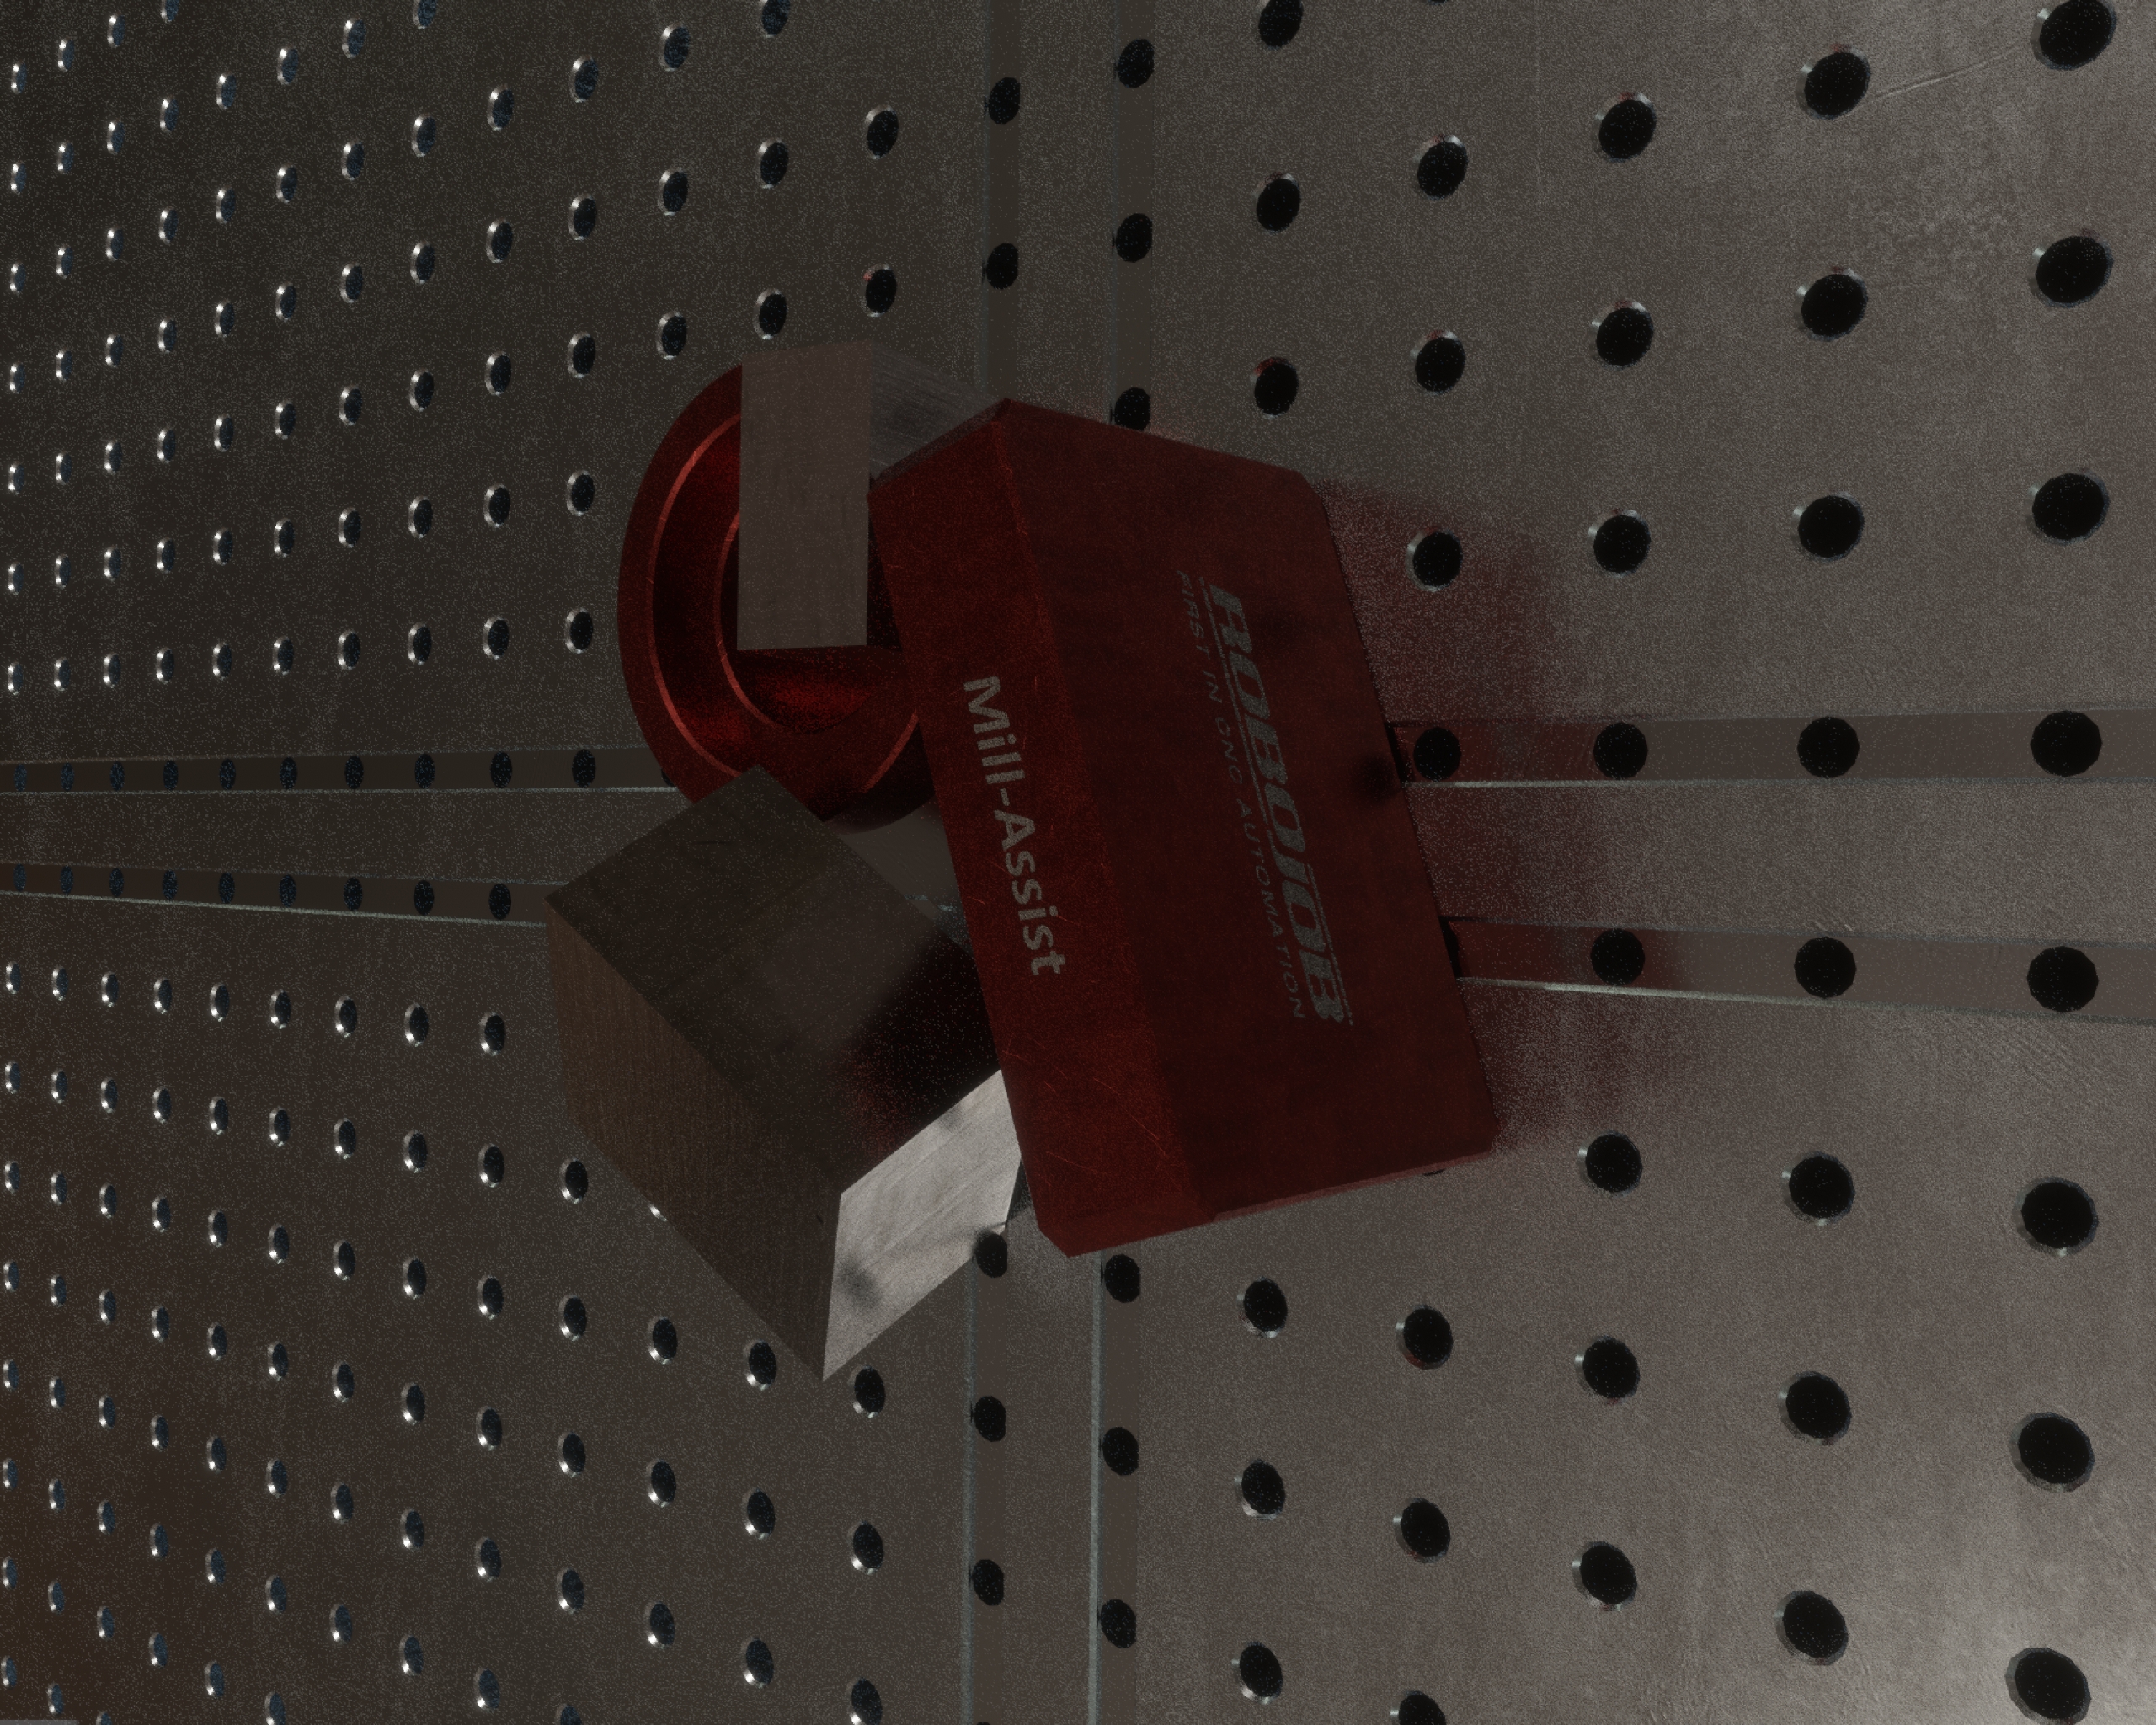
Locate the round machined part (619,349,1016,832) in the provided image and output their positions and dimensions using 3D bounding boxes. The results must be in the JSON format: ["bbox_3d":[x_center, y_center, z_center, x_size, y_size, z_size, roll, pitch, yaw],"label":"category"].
[{"bbox_3d":[-0.048,-0.055,0.436,0.098,0.042,0.097,0,90,39],"label":"round machined part"}]

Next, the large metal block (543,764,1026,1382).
[{"bbox_3d":[-0.056,0.042,0.408,0.080,0.050,0.080,41,147,20],"label":"large metal block"}]

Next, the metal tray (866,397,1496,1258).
[{"bbox_3d":[0.019,-0.006,0.349,0.030,0.091,0.129,-23,76,38],"label":"metal tray"}]

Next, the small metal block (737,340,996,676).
[{"bbox_3d":[-0.034,-0.060,0.366,0.025,0.050,0.050,0,89,26],"label":"small metal block"}]

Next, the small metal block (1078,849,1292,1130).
[{"bbox_3d":[0.015,0.025,0.389,0.050,0.025,0.050,19,107,49],"label":"small metal block"}]
